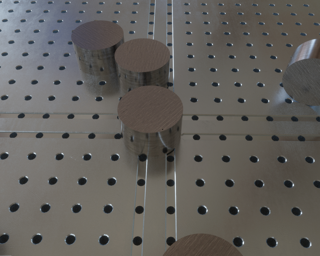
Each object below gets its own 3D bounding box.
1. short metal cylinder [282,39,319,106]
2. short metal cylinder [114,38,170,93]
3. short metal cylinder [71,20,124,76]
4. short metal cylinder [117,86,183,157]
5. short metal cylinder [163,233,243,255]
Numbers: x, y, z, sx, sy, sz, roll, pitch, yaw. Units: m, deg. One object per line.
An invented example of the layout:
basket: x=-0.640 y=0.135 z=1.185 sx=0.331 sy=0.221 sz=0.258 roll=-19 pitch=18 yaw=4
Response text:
short metal cylinder: x=0.222 y=-0.078 z=0.439 sx=0.080 sy=0.080 sz=0.050 roll=23 pitch=54 yaw=18
short metal cylinder: x=-0.025 y=-0.091 z=0.467 sx=0.081 sy=0.050 sz=0.080 roll=0 pitch=50 yaw=0
short metal cylinder: x=-0.097 y=-0.130 z=0.499 sx=0.081 sy=0.050 sz=0.080 roll=0 pitch=50 yaw=0
short metal cylinder: x=-0.012 y=-0.009 z=0.399 sx=0.081 sy=0.050 sz=0.080 roll=0 pitch=50 yaw=0
short metal cylinder: x=0.037 y=0.142 z=0.272 sx=0.081 sy=0.050 sz=0.080 roll=0 pitch=50 yaw=0
